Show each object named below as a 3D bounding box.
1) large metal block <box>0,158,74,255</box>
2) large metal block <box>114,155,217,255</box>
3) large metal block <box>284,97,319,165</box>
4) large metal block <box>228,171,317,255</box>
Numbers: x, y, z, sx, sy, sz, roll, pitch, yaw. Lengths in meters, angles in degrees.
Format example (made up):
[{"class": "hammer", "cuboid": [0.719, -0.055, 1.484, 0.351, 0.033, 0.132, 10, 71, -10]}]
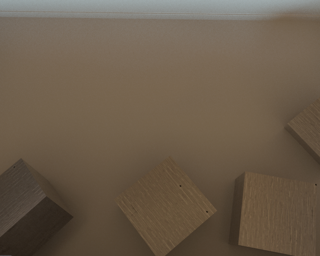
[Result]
[{"class": "large metal block", "cuboid": [-0.158, 0.093, 0.343, 0.080, 0.050, 0.080, -43, 46, -14]}, {"class": "large metal block", "cuboid": [0.006, 0.093, 0.362, 0.080, 0.050, 0.080, -37, 74, -12]}, {"class": "large metal block", "cuboid": [0.216, 0.001, 0.384, 0.080, 0.050, 0.080, -41, 74, 9]}, {"class": "large metal block", "cuboid": [0.129, 0.101, 0.360, 0.080, 0.050, 0.080, 10, 70, 3]}]
